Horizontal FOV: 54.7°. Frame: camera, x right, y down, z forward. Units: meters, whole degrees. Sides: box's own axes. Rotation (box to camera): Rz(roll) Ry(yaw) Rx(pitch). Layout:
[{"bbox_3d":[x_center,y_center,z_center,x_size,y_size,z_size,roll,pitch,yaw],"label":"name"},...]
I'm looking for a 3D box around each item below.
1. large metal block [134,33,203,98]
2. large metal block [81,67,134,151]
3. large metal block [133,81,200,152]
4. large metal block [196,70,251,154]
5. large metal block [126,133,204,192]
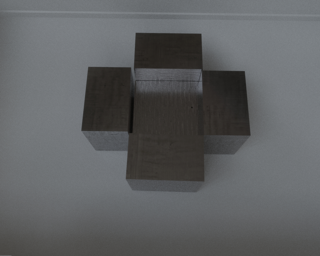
[{"bbox_3d":[0.010,-0.079,0.408,0.080,0.080,0.050,1,70,0],"label":"large metal block"},{"bbox_3d":[-0.059,-0.021,0.387,0.050,0.080,0.080,1,70,0],"label":"large metal block"},{"bbox_3d":[0.008,-0.013,0.399,0.080,0.050,0.080,1,70,0],"label":"large metal block"},{"bbox_3d":[0.074,-0.016,0.386,0.050,0.080,0.080,1,70,0],"label":"large metal block"},{"bbox_3d":[0.006,0.043,0.363,0.080,0.080,0.050,2,70,0],"label":"large metal block"}]
